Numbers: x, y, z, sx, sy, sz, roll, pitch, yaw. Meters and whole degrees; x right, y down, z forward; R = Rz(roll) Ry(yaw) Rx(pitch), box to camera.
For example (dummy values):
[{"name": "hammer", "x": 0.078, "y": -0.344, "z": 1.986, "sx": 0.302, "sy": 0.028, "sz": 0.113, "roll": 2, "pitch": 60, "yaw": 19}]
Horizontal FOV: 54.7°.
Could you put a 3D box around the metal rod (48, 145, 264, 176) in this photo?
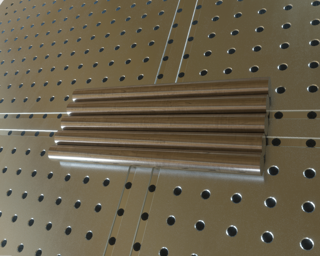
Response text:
[{"name": "metal rod", "x": -0.025, "y": 0.038, "z": 0.397, "sx": 0.300, "sy": 0.025, "sz": 0.025, "roll": 0, "pitch": 62, "yaw": 27}]

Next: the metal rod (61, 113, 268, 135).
[{"name": "metal rod", "x": -0.014, "y": -0.005, "z": 0.417, "sx": 0.300, "sy": 0.025, "sz": 0.025, "roll": 1, "pitch": 62, "yaw": 28}]

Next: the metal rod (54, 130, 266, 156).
[{"name": "metal rod", "x": -0.020, "y": 0.017, "z": 0.407, "sx": 0.300, "sy": 0.025, "sz": 0.025, "roll": 1, "pitch": 62, "yaw": 28}]

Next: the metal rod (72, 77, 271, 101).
[{"name": "metal rod", "x": -0.002, "y": -0.050, "z": 0.439, "sx": 0.300, "sy": 0.025, "sz": 0.025, "roll": 1, "pitch": 62, "yaw": 28}]

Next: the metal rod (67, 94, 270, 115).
[{"name": "metal rod", "x": -0.008, "y": -0.028, "z": 0.428, "sx": 0.300, "sy": 0.025, "sz": 0.025, "roll": 1, "pitch": 62, "yaw": 28}]
